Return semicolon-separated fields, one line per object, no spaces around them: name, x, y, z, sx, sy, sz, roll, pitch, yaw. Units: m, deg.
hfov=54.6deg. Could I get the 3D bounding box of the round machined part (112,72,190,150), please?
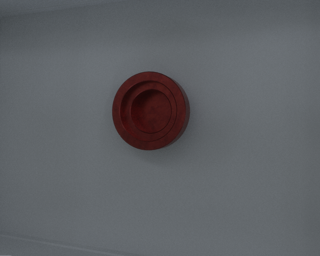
round machined part;-0.009;-0.021;0.402;0.098;0.042;0.097;0;90;20
